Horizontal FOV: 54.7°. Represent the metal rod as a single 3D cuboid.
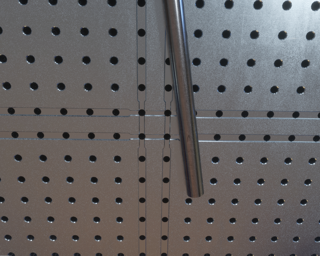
[{"bbox_3d":[0.030,-0.044,0.397,0.025,0.025,0.298,-8,110,2],"label":"metal rod"}]
